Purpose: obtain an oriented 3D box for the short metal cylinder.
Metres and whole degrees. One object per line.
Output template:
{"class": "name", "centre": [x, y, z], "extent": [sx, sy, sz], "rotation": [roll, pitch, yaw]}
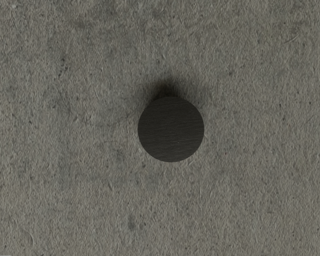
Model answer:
{"class": "short metal cylinder", "centre": [0.013, 0.002, 0.399], "extent": [0.081, 0.050, 0.079], "rotation": [0, 90, -1]}
